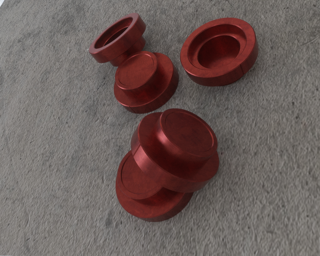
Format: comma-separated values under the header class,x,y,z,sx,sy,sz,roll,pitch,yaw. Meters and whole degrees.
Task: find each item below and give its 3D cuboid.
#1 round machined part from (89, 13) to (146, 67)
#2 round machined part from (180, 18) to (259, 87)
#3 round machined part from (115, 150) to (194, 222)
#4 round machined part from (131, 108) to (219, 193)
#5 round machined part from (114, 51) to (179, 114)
class,x,y,z,sx,sy,sz,roll,pitch,yaw
round machined part,-0.062,-0.137,0.498,0.098,0.042,0.098,-26,36,20
round machined part,0.080,-0.094,0.409,0.098,0.042,0.098,-13,56,21
round machined part,-0.011,0.056,0.364,0.098,0.042,0.098,-13,56,21
round machined part,0.022,0.017,0.333,0.042,0.099,0.098,-58,40,37
round machined part,-0.026,-0.073,0.451,0.098,0.042,0.098,-13,56,21
